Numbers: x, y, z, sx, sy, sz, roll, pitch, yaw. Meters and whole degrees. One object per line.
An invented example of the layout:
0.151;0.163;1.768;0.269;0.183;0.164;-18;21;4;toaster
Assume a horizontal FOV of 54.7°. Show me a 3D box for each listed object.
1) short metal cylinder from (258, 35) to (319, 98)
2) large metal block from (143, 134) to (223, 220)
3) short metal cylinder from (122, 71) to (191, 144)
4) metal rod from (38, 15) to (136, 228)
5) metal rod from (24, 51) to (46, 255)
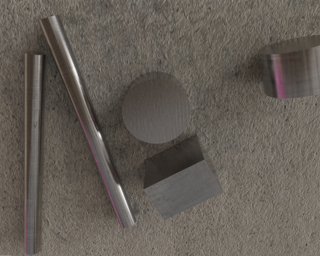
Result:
0.158;-0.072;0.355;0.080;0.080;0.050;-14;110;5;short metal cylinder
0.028;0.060;0.403;0.080;0.080;0.050;-28;108;9;large metal block
-0.004;-0.027;0.386;0.081;0.050;0.079;0;110;0;short metal cylinder
-0.089;0.006;0.411;0.025;0.025;0.298;-15;110;5;metal rod
-0.173;0.048;0.425;0.025;0.025;0.298;8;110;-3;metal rod
